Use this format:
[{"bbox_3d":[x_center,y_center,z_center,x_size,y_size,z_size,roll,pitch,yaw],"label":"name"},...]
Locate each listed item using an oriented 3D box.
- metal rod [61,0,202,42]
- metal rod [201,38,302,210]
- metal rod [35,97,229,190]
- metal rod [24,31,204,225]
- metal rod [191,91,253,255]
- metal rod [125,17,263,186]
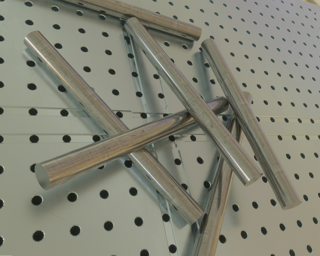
[{"bbox_3d":[-0.071,-0.187,0.483,0.302,0.025,0.025,10,58,-23],"label":"metal rod"},{"bbox_3d":[0.122,-0.026,0.457,0.025,0.025,0.299,1,53,-27],"label":"metal rod"},{"bbox_3d":[-0.003,0.003,0.376,0.302,0.025,0.025,-22,73,-45],"label":"metal rod"},{"bbox_3d":[-0.059,-0.004,0.378,0.300,0.025,0.025,47,51,5],"label":"metal rod"},{"bbox_3d":[0.089,0.056,0.421,0.025,0.025,0.301,32,52,-8],"label":"metal rod"},{"bbox_3d":[0.030,-0.052,0.414,0.025,0.025,0.299,-14,56,-34],"label":"metal rod"}]
